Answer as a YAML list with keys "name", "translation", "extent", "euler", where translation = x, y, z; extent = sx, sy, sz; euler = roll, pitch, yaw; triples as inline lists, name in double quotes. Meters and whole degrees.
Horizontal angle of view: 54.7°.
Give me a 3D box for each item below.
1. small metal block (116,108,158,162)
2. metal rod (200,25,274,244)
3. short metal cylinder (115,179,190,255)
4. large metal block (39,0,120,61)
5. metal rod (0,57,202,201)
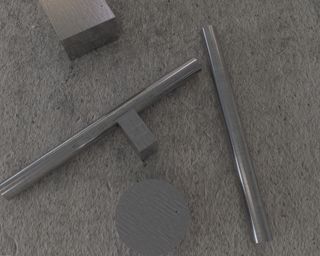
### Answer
- name: "small metal block"
  translation: [-0.028, 0.010, 0.391]
  extent: [0.025, 0.050, 0.050]
  euler: [-34, 74, -11]
- name: "metal rod"
  translation: [0.096, -0.006, 0.411]
  extent: [0.025, 0.025, 0.299]
  euler: [-9, 70, -3]
- name: "short metal cylinder"
  translation: [-0.008, 0.103, 0.357]
  extent: [0.081, 0.050, 0.080]
  euler: [0, 70, 0]
- name: "large metal block"
  translation: [-0.116, -0.158, 0.452]
  extent: [0.080, 0.050, 0.080]
  euler: [-28, 73, -10]
- name: "metal rod"
  translation: [-0.070, -0.006, 0.409]
  extent: [0.301, 0.025, 0.025]
  euler: [-35, 74, -12]
